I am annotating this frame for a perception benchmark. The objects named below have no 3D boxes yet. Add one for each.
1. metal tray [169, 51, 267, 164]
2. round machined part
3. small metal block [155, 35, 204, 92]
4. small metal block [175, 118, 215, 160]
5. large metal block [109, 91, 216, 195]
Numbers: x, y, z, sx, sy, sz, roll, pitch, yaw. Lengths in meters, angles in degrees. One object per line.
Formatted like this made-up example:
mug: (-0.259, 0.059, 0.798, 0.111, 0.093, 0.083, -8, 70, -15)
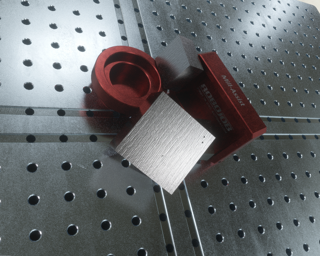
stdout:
metal tray: (0.073, -0.027, 0.424, 0.030, 0.090, 0.130, -19, 72, -36)
round machined part: (-0.043, -0.058, 0.410, 0.099, 0.042, 0.098, 14, 56, -21)
small metal block: (0.024, -0.083, 0.405, 0.025, 0.050, 0.050, 9, 55, -41)
small metal block: (0.043, 0.014, 0.418, 0.050, 0.025, 0.050, 6, 63, -13)
large metal block: (0.001, 0.015, 0.356, 0.080, 0.050, 0.080, 41, 82, -15)
